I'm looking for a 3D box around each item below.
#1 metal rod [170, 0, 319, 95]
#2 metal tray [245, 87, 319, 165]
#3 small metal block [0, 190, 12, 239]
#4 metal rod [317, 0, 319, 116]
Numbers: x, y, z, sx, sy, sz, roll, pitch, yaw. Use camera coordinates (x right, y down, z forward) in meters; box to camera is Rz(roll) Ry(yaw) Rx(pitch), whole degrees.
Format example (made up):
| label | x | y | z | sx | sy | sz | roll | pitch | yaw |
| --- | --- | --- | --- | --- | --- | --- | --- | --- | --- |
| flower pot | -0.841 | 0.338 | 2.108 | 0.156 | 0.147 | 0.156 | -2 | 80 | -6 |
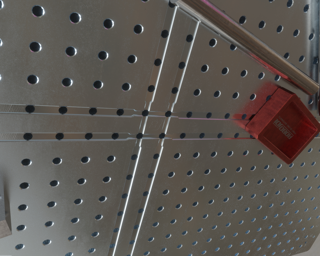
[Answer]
| label | x | y | z | sx | sy | sz | roll | pitch | yaw |
| --- | --- | --- | --- | --- | --- | --- | --- | --- | --- |
| metal rod | 0.134 | -0.106 | 0.421 | 0.302 | 0.025 | 0.025 | 19 | 108 | -36 |
| metal tray | 0.213 | 0.000 | 0.527 | 0.130 | 0.030 | 0.090 | 32 | 100 | -39 |
| small metal block | -0.200 | 0.103 | 0.350 | 0.050 | 0.050 | 0.025 | -15 | 125 | -20 |
| metal rod | 0.253 | -0.137 | 0.467 | 0.025 | 0.025 | 0.299 | -30 | 129 | -10 |
